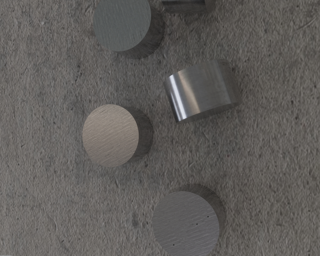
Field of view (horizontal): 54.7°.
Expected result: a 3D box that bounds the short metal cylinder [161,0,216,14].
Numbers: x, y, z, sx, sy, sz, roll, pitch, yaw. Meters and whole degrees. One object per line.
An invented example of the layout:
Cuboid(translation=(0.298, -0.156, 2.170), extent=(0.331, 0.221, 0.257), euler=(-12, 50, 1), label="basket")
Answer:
Cuboid(translation=(0.036, -0.178, 0.367), extent=(0.050, 0.080, 0.079), euler=(6, 92, 20), label="short metal cylinder")

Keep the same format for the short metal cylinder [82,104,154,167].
Cuboid(translation=(-0.055, 0.010, 0.415), extent=(0.080, 0.050, 0.080), euler=(0, 90, 20), label="short metal cylinder")

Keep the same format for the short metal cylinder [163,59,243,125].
Cuboid(translation=(0.050, -0.040, 0.362), extent=(0.080, 0.080, 0.050), euler=(-19, 84, 19), label="short metal cylinder")

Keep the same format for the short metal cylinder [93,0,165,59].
Cuboid(translation=(-0.040, -0.136, 0.410), extent=(0.080, 0.050, 0.080), euler=(0, 90, 20), label="short metal cylinder")

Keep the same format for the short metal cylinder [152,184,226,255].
Cuboid(translation=(0.037, 0.113, 0.382), extent=(0.080, 0.050, 0.080), euler=(0, 90, 20), label="short metal cylinder")
